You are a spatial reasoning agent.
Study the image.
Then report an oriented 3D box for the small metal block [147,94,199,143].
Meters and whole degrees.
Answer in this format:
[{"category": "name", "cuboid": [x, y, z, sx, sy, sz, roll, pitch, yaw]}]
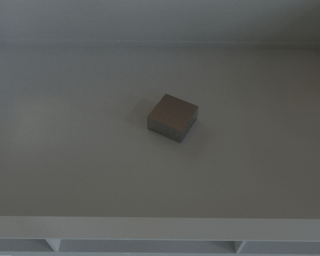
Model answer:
[{"category": "small metal block", "cuboid": [0.018, -0.014, 0.417, 0.050, 0.025, 0.050, 24, 54, 18]}]
